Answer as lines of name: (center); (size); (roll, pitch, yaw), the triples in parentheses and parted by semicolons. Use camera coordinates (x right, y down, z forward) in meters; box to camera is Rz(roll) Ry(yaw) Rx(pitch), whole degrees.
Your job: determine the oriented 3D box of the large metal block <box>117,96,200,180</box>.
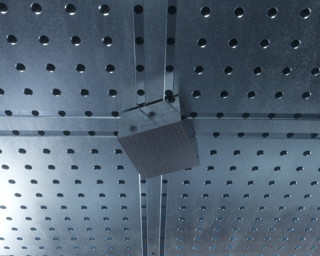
large metal block: (0.000, 0.015, 0.404); (0.080, 0.050, 0.080); (-16, 129, 13)
